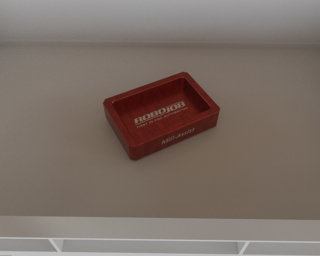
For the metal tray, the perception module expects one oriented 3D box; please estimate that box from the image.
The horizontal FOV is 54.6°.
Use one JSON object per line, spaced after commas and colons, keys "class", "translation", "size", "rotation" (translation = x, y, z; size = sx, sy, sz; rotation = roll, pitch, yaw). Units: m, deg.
{"class": "metal tray", "translation": [0.002, -0.021, 0.415], "size": [0.131, 0.030, 0.090], "rotation": [-22, 54, -18]}
